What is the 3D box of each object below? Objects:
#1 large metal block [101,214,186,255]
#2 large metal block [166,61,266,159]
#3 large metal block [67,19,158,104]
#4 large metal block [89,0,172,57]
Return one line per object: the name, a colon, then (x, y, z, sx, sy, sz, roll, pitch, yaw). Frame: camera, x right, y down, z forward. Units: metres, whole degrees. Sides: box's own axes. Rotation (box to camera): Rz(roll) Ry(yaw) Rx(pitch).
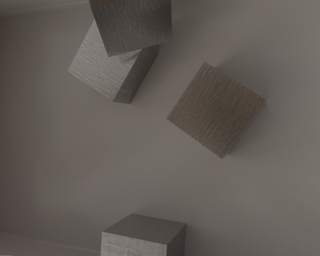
large metal block: (-0.018, 0.149, 0.388, 0.080, 0.080, 0.050, 4, 92, 20)
large metal block: (0.069, -0.021, 0.373, 0.080, 0.050, 0.080, 37, 102, 16)
large metal block: (-0.063, -0.088, 0.419, 0.080, 0.050, 0.080, 34, 101, 16)
large metal block: (-0.033, -0.133, 0.349, 0.080, 0.080, 0.050, -16, 67, -3)
